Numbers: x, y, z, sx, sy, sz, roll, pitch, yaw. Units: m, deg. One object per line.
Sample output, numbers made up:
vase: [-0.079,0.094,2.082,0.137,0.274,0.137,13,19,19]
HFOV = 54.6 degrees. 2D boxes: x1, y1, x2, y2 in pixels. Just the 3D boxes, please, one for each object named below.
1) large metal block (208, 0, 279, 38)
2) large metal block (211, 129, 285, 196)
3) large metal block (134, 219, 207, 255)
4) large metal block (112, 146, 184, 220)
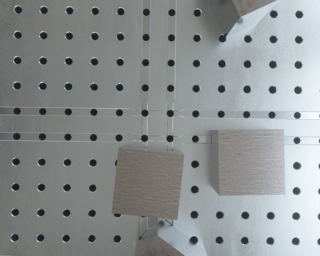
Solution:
large metal block: [0.096,-0.171,0.386,0.050,0.080,0.080,-25,90,0]
large metal block: [0.112,0.042,0.402,0.080,0.050,0.080,-1,90,0]
large metal block: [0.014,0.163,0.386,0.080,0.080,0.050,37,90,0]
large metal block: [-0.014,0.068,0.401,0.080,0.050,0.080,6,90,0]
